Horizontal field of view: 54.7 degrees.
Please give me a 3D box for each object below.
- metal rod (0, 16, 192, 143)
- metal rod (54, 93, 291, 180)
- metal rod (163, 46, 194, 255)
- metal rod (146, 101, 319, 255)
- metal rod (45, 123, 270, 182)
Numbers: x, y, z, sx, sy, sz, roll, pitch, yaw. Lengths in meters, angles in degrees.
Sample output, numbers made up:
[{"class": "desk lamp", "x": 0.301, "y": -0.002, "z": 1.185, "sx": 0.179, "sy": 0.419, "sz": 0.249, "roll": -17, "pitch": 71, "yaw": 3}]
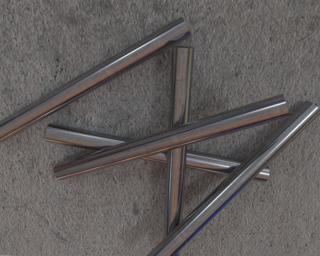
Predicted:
[{"class": "metal rod", "x": -0.100, "y": -0.052, "z": 0.389, "sx": 0.301, "sy": 0.025, "sz": 0.025, "roll": -27, "pitch": 108, "yaw": 9}, {"class": "metal rod", "x": -0.005, "y": 0.018, "z": 0.369, "sx": 0.300, "sy": 0.025, "sz": 0.025, "roll": -17, "pitch": 110, "yaw": 23}, {"class": "metal rod", "x": 0.021, "y": 0.049, "z": 0.400, "sx": 0.025, "sy": 0.025, "sz": 0.298, "roll": 2, "pitch": 110, "yaw": -1}, {"class": "metal rod", "x": 0.092, "y": 0.079, "z": 0.406, "sx": 0.300, "sy": 0.025, "sz": 0.025, "roll": -45, "pitch": 105, "yaw": 1}, {"class": "metal rod", "x": 0.000, "y": 0.035, "z": 0.422, "sx": 0.302, "sy": 0.025, "sz": 0.025, "roll": 11, "pitch": 110, "yaw": -5}]
